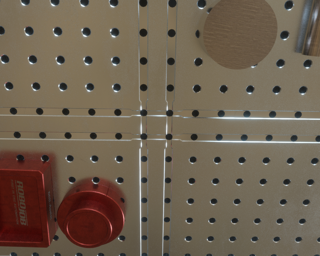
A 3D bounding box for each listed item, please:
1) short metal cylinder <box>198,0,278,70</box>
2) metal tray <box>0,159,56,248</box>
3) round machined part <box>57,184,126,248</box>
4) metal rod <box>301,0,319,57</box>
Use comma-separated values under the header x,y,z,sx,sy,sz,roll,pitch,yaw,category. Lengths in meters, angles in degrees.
x,y,z,sx,sy,sz,roll,pitch,yaw,category
0.087,-0.112,0.359,0.081,0.050,0.079,0,110,0,short metal cylinder
-0.205,0.111,0.449,0.091,0.030,0.129,2,110,-1,metal tray
-0.102,0.135,0.453,0.099,0.042,0.097,0,110,0,round machined part
0.197,-0.229,0.330,0.025,0.025,0.298,3,110,-1,metal rod
